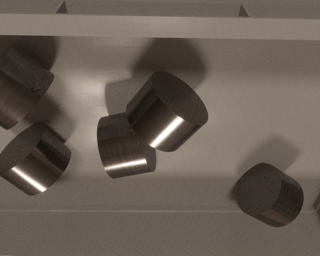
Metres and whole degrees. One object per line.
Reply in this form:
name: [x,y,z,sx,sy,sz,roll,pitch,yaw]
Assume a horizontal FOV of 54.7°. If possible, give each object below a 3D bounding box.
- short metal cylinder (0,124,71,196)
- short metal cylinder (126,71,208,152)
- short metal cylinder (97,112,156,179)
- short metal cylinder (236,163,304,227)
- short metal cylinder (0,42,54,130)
short metal cylinder: [-0.165,0.041,0.405,0.080,0.080,0.050,-25,126,19]
short metal cylinder: [0.008,-0.019,0.357,0.080,0.080,0.050,29,124,-23]
short metal cylinder: [-0.039,0.020,0.389,0.050,0.080,0.080,-12,129,9]
short metal cylinder: [0.162,0.100,0.460,0.050,0.080,0.080,31,123,-24]
short metal cylinder: [-0.161,-0.045,0.333,0.080,0.080,0.050,-32,124,24]
